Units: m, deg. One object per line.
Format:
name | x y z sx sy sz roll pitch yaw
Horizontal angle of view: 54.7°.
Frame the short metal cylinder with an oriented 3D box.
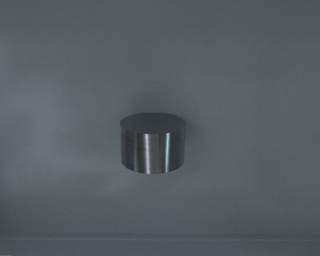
short metal cylinder | -0.009 0.016 0.388 0.081 0.080 0.050 1 110 -1
